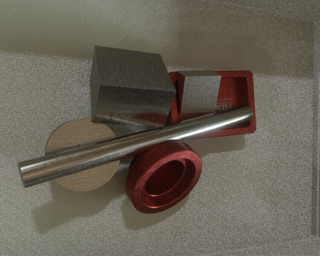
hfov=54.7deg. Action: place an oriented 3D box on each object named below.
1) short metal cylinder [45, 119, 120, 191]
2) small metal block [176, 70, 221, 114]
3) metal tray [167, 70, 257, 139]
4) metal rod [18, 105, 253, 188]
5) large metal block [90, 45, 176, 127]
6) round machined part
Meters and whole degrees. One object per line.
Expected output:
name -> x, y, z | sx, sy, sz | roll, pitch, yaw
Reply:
short metal cylinder -> -0.091, 0.029, 0.362 | 0.081, 0.050, 0.079 | 0, 90, -21
small metal block -> 0.048, -0.048, 0.405 | 0.050, 0.025, 0.050 | -5, 118, -20
metal tray -> 0.069, -0.033, 0.432 | 0.131, 0.030, 0.089 | -5, 92, -20
metal rod -> -0.003, 0.012, 0.365 | 0.303, 0.025, 0.025 | -15, 95, -31
large metal block -> -0.035, -0.049, 0.359 | 0.081, 0.080, 0.050 | 3, 131, -19
round machined part -> 0.000, 0.056, 0.384 | 0.099, 0.042, 0.097 | -21, 133, -24
